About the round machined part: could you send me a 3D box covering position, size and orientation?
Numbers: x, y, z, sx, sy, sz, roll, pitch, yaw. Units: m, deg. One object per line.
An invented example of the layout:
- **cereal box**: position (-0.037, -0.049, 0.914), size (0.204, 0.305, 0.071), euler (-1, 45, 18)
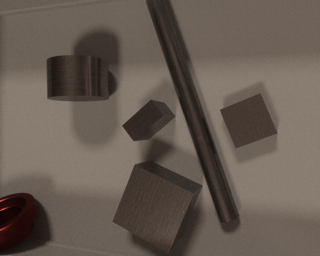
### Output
- **round machined part**: position (-0.227, 0.142, 0.455), size (0.098, 0.098, 0.042), euler (-6, 113, 19)

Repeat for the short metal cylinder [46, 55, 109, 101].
- **short metal cylinder**: position (-0.110, -0.064, 0.419), size (0.080, 0.080, 0.050), euler (-1, 90, 19)

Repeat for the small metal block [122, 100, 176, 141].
- **small metal block**: position (-0.013, -0.009, 0.401), size (0.050, 0.050, 0.025), euler (-41, 77, 15)

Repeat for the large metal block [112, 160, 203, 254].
- **large metal block**: position (-0.002, 0.097, 0.397), size (0.080, 0.050, 0.080), euler (24, 98, 18)

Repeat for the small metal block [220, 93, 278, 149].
- **small metal block**: position (0.107, -0.008, 0.373), size (0.050, 0.025, 0.050), euler (-23, 83, 18)

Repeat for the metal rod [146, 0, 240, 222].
- **metal rod**: position (0.039, -0.030, 0.396), size (0.025, 0.025, 0.299), euler (-20, 84, 18)
